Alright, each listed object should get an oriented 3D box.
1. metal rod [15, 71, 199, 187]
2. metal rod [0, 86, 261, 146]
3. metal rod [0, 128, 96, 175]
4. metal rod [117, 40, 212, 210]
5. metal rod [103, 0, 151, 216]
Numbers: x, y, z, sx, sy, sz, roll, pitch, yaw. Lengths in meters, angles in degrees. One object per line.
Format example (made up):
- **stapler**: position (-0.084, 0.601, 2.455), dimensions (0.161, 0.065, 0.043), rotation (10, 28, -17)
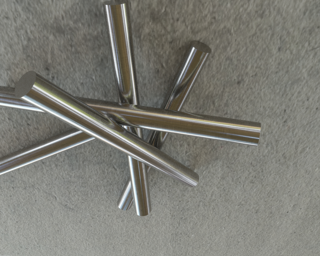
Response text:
- **metal rod**: position (-0.030, 0.022, 0.363), dimensions (0.025, 0.025, 0.301), rotation (-27, 145, 21)
- **metal rod**: position (-0.046, -0.016, 0.345), dimensions (0.301, 0.025, 0.025), rotation (9, 131, 11)
- **metal rod**: position (-0.185, 0.039, 0.437), dimensions (0.301, 0.025, 0.025), rotation (-20, 128, 16)
- **metal rod**: position (-0.007, 0.019, 0.423), dimensions (0.025, 0.025, 0.298), rotation (15, 128, -13)
- **metal rod**: position (-0.034, 0.000, 0.385), dimensions (0.025, 0.025, 0.298), rotation (-3, 124, 2)
